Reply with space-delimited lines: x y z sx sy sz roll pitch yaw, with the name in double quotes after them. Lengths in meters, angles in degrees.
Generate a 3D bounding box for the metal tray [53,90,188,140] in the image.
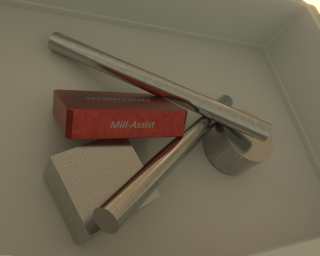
-0.047 -0.017 0.351 0.131 0.030 0.090 -1 18 -27 "metal tray"

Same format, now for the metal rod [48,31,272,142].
0.000 -0.054 0.400 0.301 0.025 0.025 24 52 1 "metal rod"

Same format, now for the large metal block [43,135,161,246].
-0.060 0.059 0.316 0.081 0.050 0.080 -21 73 -36 "large metal block"

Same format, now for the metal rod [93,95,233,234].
0.029 0.017 0.364 0.025 0.025 0.302 47 37 4 "metal rod"

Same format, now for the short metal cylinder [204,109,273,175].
0.109 0.020 0.435 0.081 0.050 0.080 14 56 -21 "short metal cylinder"
